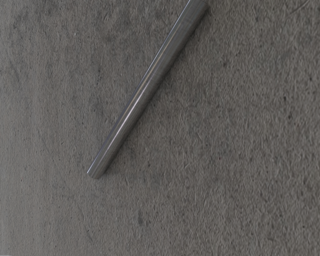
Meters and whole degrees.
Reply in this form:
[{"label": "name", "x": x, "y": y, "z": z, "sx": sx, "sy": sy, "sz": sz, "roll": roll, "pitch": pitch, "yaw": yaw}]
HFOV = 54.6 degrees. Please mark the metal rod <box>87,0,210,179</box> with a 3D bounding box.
[{"label": "metal rod", "x": -0.028, "y": -0.040, "z": 0.429, "sx": 0.025, "sy": 0.025, "sz": 0.298, "roll": 49, "pitch": 119, "yaw": 29}]
